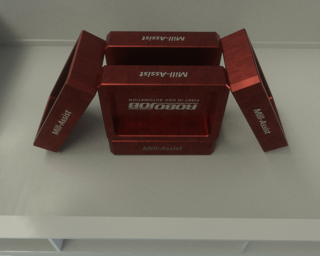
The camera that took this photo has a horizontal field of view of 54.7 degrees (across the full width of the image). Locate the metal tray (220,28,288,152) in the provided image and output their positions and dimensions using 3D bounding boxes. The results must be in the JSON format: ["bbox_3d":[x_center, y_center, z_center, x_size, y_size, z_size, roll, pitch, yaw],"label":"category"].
[{"bbox_3d":[0.114,-0.042,0.372,0.030,0.130,0.090,-20,47,23],"label":"metal tray"}]

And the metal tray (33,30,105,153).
[{"bbox_3d":[-0.109,-0.040,0.370,0.030,0.129,0.090,22,46,-24],"label":"metal tray"}]

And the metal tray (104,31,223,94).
[{"bbox_3d":[0.004,-0.072,0.381,0.131,0.089,0.030,0,50,0],"label":"metal tray"}]

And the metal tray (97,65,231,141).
[{"bbox_3d":[0.004,-0.025,0.342,0.131,0.089,0.030,0,50,-1],"label":"metal tray"}]

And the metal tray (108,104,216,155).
[{"bbox_3d":[0.003,-0.009,0.408,0.131,0.030,0.090,0,50,-1],"label":"metal tray"}]
